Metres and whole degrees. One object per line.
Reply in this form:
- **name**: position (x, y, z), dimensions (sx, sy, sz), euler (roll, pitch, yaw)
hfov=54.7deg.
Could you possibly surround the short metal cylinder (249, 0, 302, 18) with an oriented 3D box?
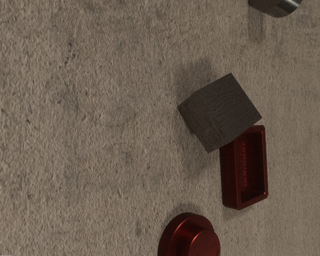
- **short metal cylinder**: position (0.204, -0.241, 0.543), dimensions (0.050, 0.080, 0.079), euler (2, 89, -40)

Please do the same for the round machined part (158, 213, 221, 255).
- **round machined part**: position (0.048, 0.173, 0.436), dimensions (0.099, 0.042, 0.097), euler (0, 90, -40)

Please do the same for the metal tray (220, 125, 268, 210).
- **metal tray**: position (0.143, 0.063, 0.524), dimensions (0.091, 0.030, 0.129), euler (-7, 95, -40)

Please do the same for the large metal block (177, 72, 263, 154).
- **large metal block**: position (0.086, -0.022, 0.444), dimensions (0.081, 0.050, 0.080), euler (-30, 85, -36)
